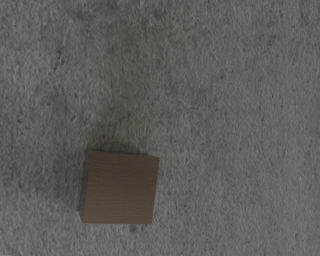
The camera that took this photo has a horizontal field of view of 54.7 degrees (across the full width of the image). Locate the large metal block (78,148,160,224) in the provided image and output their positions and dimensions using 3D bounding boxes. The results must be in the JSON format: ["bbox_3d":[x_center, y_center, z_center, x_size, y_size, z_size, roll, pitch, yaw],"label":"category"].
[{"bbox_3d":[-0.051,0.070,0.378,0.081,0.050,0.080,8,87,-20],"label":"large metal block"}]
